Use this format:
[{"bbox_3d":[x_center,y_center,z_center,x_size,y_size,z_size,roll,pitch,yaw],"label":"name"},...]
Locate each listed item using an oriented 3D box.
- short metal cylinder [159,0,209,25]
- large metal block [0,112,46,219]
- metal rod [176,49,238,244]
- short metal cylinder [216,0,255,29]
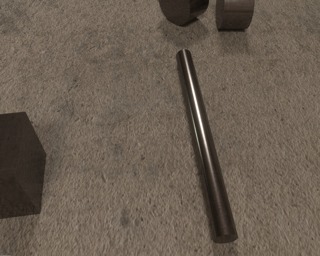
[{"bbox_3d":[0.043,-0.237,0.567,0.050,0.080,0.080,-36,59,-26],"label":"short metal cylinder"},{"bbox_3d":[-0.162,0.041,0.331,0.050,0.080,0.080,-6,51,-6],"label":"large metal block"},{"bbox_3d":[0.052,-0.003,0.406,0.025,0.025,0.300,-4,50,-4],"label":"metal rod"},{"bbox_3d":[0.132,-0.219,0.553,0.050,0.080,0.080,0,50,-1],"label":"short metal cylinder"}]
